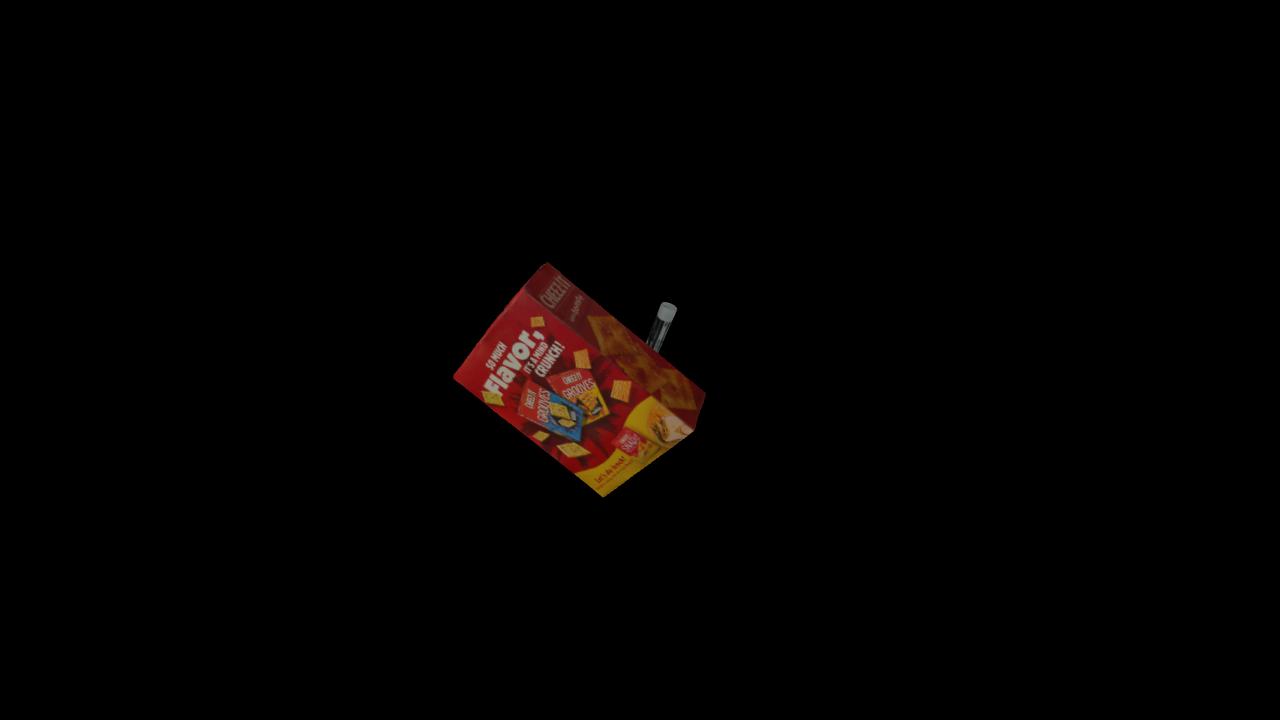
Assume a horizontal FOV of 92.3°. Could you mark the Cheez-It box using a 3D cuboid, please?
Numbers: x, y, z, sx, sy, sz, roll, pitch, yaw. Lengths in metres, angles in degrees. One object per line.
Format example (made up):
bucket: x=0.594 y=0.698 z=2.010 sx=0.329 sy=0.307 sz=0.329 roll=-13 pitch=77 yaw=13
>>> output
Cheez-It box: x=-0.067 y=0.029 z=0.661 sx=0.166 sy=0.223 sz=0.071 roll=-43 pitch=13 yaw=36

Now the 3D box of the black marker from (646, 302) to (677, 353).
black marker: x=0.012 y=-0.009 z=0.698 sx=0.020 sy=0.121 sz=0.020 roll=17 pitch=27 yaw=-9
